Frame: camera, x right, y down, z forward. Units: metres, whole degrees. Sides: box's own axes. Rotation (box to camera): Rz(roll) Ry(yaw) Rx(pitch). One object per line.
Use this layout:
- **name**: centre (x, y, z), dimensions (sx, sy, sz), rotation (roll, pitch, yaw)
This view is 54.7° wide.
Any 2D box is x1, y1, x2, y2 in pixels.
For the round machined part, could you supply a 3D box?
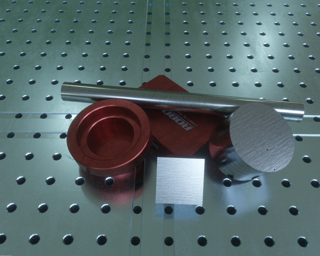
- **round machined part**: centre (-0.058, 0.015, 0.377), dimensions (0.099, 0.042, 0.098), rotation (-2, 56, 4)

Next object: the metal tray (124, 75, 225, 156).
- **metal tray**: centre (0.015, -0.012, 0.416), dimensions (0.091, 0.030, 0.130), rotation (-36, 59, -27)

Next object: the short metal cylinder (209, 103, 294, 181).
- **short metal cylinder**: centre (0.105, 0.017, 0.358), dimensions (0.081, 0.050, 0.080), rotation (6, 68, -16)

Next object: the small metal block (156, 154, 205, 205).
- **small metal block**: centre (0.022, 0.056, 0.343), dimensions (0.050, 0.025, 0.050), rotation (2, 93, 1)

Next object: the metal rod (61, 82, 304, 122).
- **metal rod**: centre (0.025, -0.034, 0.395), dimensions (0.302, 0.025, 0.025), rotation (5, 50, 4)
